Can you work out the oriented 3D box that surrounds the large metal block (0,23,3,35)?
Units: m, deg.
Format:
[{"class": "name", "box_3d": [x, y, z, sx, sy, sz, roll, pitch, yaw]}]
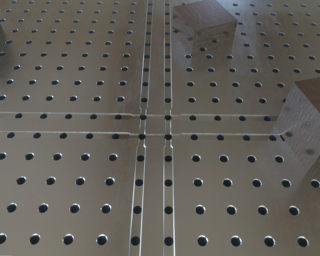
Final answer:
[{"class": "large metal block", "box_3d": [-0.316, -0.176, 0.516, 0.050, 0.080, 0.080, 2, 50, 1]}]

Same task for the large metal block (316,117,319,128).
[{"class": "large metal block", "box_3d": [0.252, -0.007, 0.381, 0.050, 0.080, 0.080, -11, 51, -9]}]

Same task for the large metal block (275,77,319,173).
[{"class": "large metal block", "box_3d": [0.194, -0.005, 0.379, 0.050, 0.080, 0.080, -12, 51, -10]}]

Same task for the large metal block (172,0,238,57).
[{"class": "large metal block", "box_3d": [0.075, -0.178, 0.542, 0.081, 0.050, 0.080, -18, 53, -15]}]
